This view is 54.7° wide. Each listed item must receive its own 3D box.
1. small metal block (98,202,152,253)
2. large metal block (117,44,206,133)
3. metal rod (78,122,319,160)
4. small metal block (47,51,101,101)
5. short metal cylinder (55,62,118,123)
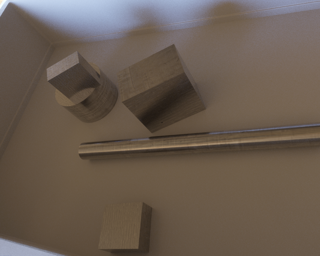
[{"bbox_3d":[-0.039,0.114,0.355,0.050,0.025,0.050,-10,58,22],"label":"small metal block"},{"bbox_3d":[0.003,-0.047,0.396,0.080,0.080,0.050,-24,53,13],"label":"large metal block"},{"bbox_3d":[0.029,0.020,0.377,0.301,0.025,0.025,-6,59,24],"label":"metal rod"},{"bbox_3d":[-0.119,-0.071,0.429,0.050,0.050,0.025,-27,53,11],"label":"small metal block"},{"bbox_3d":[-0.113,-0.055,0.480,0.080,0.050,0.080,-13,56,20],"label":"short metal cylinder"}]
